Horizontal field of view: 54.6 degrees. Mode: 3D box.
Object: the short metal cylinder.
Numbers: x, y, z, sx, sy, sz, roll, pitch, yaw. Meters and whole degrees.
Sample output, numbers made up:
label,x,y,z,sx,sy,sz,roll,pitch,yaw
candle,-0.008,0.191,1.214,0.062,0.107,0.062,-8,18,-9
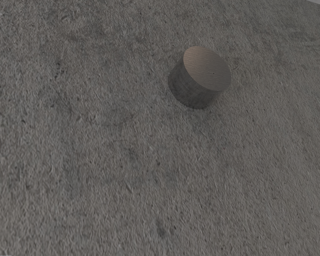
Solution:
label,x,y,z,sx,sy,sz,roll,pitch,yaw
short metal cylinder,0.059,-0.075,0.464,0.081,0.050,0.080,13,56,-21
